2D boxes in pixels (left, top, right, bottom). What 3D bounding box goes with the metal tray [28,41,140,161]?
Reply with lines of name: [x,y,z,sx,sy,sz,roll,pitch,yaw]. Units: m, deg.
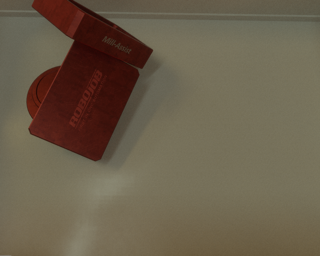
metal tray: [-0.093,-0.034,0.389,0.090,0.030,0.130,27,78,-21]

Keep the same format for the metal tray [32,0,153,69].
metal tray: [-0.079,-0.123,0.389,0.090,0.131,0.030,41,107,31]

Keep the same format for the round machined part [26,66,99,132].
round machined part: [-0.130,-0.042,0.415,0.099,0.042,0.098,0,70,-1]
